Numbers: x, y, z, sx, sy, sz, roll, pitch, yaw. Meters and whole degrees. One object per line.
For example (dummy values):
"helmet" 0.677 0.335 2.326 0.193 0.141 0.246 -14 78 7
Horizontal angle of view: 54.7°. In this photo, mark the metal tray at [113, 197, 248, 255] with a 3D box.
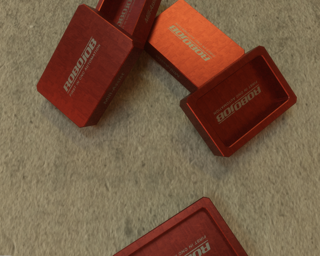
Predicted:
"metal tray" 0.023 0.150 0.350 0.131 0.030 0.090 -30 73 -11

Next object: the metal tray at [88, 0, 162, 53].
"metal tray" -0.050 -0.167 0.445 0.090 0.030 0.130 6 67 31

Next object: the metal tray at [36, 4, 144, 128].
"metal tray" -0.092 -0.077 0.397 0.090 0.030 0.129 39 108 12

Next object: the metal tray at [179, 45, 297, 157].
"metal tray" 0.103 -0.034 0.402 0.131 0.030 0.090 -37 96 -13

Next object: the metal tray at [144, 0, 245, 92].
"metal tray" 0.044 -0.116 0.449 0.090 0.030 0.130 -42 76 -14
